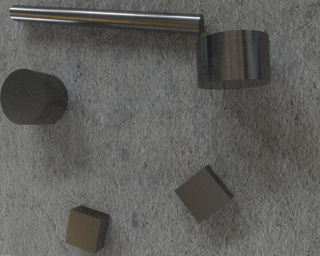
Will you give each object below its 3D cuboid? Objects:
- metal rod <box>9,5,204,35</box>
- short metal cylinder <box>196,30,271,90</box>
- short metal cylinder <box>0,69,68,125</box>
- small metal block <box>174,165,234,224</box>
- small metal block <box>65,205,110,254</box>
[{"bbox_3d":[-0.088,-0.155,0.439,0.301,0.025,0.025,10,94,19],"label":"metal rod"},{"bbox_3d":[0.082,-0.074,0.351,0.080,0.080,0.050,-2,89,20],"label":"short metal cylinder"},{"bbox_3d":[-0.187,-0.044,0.461,0.080,0.050,0.080,0,90,20],"label":"short metal cylinder"},{"bbox_3d":[0.055,0.082,0.389,0.050,0.025,0.050,-41,77,15],"label":"small metal block"},{"bbox_3d":[-0.104,0.145,0.446,0.050,0.025,0.050,12,94,19],"label":"small metal block"}]
